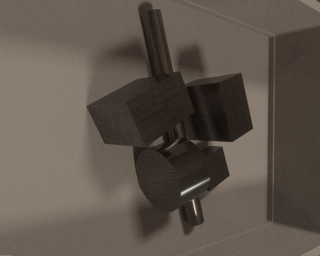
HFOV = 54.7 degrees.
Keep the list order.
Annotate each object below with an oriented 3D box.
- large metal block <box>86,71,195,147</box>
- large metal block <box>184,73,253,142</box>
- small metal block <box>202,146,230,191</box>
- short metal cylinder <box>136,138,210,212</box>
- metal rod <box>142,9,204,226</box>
[{"bbox_3d":[-0.022,-0.022,0.354,0.081,0.080,0.050,-35,112,-35],"label":"large metal block"},{"bbox_3d":[0.075,-0.028,0.436,0.050,0.080,0.080,-26,107,-37],"label":"large metal block"},{"bbox_3d":[0.076,0.061,0.474,0.050,0.025,0.050,-27,107,-37],"label":"small metal block"},{"bbox_3d":[0.015,0.057,0.385,0.050,0.080,0.079,-19,103,-39],"label":"short metal cylinder"},{"bbox_3d":[0.020,-0.006,0.425,0.025,0.025,0.298,-21,104,-38],"label":"metal rod"}]
